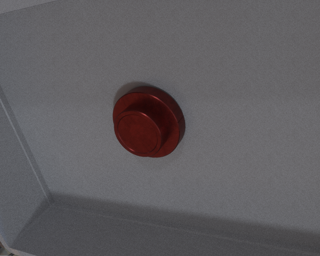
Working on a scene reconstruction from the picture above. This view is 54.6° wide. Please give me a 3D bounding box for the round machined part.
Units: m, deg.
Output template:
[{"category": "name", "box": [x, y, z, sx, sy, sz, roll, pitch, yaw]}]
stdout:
[{"category": "round machined part", "box": [-0.020, -0.001, 0.404, 0.098, 0.042, 0.097, 13, 124, 21]}]
